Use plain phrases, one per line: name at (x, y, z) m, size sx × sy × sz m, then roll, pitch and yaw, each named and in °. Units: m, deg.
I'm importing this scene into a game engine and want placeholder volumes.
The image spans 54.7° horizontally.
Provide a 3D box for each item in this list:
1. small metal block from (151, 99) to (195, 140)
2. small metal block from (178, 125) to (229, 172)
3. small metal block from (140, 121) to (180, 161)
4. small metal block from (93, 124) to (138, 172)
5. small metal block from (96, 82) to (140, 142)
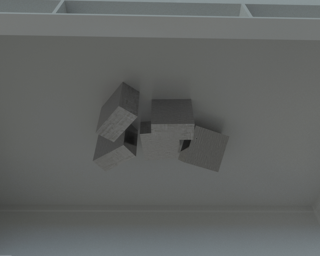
small metal block at (0.015, -0.011, 0.383) m, size 0.050 × 0.050 × 0.025 m, roll 0°, pitch 130°, yaw 0°
small metal block at (0.058, 0.027, 0.416) m, size 0.050 × 0.025 × 0.050 m, roll 18°, pitch 88°, yaw -16°
small metal block at (0.001, 0.017, 0.423) m, size 0.050 × 0.025 × 0.050 m, roll -5°, pitch 130°, yaw 3°
small metal block at (-0.058, 0.023, 0.412) m, size 0.050 × 0.050 × 0.025 m, roll -28°, pitch 125°, yaw 21°
small metal block at (-0.051, -0.020, 0.375) m, size 0.025 × 0.050 × 0.050 m, roll 31°, pitch 124°, yaw -24°
